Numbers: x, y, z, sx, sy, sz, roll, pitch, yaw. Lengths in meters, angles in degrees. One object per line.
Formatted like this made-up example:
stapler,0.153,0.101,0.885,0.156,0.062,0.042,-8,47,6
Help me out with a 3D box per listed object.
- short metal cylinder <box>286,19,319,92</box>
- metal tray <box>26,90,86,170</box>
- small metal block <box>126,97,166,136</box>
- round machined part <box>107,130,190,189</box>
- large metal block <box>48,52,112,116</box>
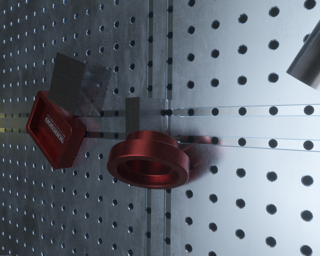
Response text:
short metal cylinder,0.152,-0.048,0.248,0.080,0.081,0.050,41,115,32
metal tray,-0.194,0.001,0.566,0.130,0.030,0.089,42,115,31
small metal block,-0.018,-0.014,0.408,0.025,0.050,0.050,0,90,40
round machined part,-0.012,0.037,0.381,0.098,0.098,0.042,-21,48,38
large metal block,-0.131,-0.071,0.502,0.080,0.050,0.079,26,107,37
